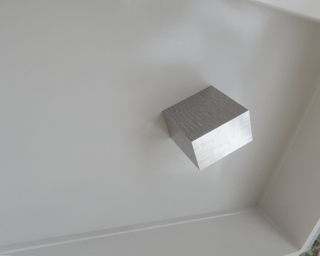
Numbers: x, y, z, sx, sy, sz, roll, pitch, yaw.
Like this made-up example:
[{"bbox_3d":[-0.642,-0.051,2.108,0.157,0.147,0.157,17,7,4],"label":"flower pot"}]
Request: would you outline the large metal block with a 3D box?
[{"bbox_3d":[0.061,-0.003,0.406,0.080,0.080,0.050,-28,128,-11],"label":"large metal block"}]
